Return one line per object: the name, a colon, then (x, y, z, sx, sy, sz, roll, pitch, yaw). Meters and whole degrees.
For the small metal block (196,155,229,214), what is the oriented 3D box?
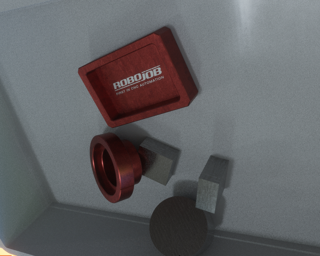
small metal block: (0.068, 0.072, 0.400, 0.025, 0.050, 0.050, 14, 124, 20)

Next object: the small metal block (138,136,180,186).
small metal block: (-0.005, 0.047, 0.439, 0.050, 0.025, 0.050, 23, 127, 13)

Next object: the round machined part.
round machined part: (-0.061, 0.054, 0.442, 0.098, 0.042, 0.097, 27, 124, 50)

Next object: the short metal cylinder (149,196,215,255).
short metal cylinder: (0.032, 0.139, 0.433, 0.080, 0.080, 0.050, 8, 164, 23)

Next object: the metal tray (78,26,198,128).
metal tray: (-0.030, -0.057, 0.384, 0.130, 0.030, 0.090, -15, 111, 33)
